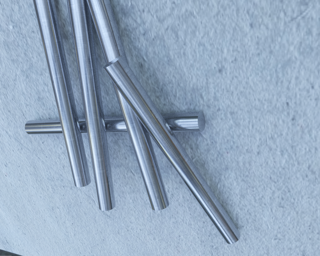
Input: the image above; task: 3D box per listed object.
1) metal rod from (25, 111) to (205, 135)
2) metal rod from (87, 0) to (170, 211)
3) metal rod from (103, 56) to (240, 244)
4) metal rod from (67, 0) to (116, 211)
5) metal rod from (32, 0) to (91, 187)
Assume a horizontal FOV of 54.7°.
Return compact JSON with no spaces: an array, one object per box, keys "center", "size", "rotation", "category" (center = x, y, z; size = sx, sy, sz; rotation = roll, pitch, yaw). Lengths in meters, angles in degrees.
[{"center":[-0.082,-0.004,0.445],"size":[0.300,0.025,0.025],"rotation":[-2,118,28],"category":"metal rod"},{"center":[-0.039,-0.035,0.378],"size":[0.025,0.025,0.298],"rotation":[-7,107,31],"category":"metal rod"},{"center":[0.027,0.043,0.392],"size":[0.025,0.025,0.299],"rotation":[-18,117,35],"category":"metal rod"},{"center":[-0.087,-0.023,0.409],"size":[0.025,0.025,0.298],"rotation":[6,113,24],"category":"metal rod"},{"center":[-0.132,-0.055,0.416],"size":[0.025,0.025,0.298],"rotation":[5,114,25],"category":"metal rod"}]
